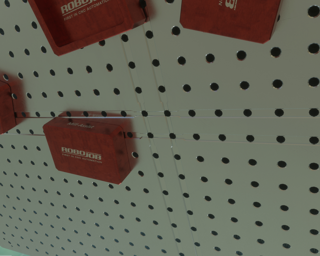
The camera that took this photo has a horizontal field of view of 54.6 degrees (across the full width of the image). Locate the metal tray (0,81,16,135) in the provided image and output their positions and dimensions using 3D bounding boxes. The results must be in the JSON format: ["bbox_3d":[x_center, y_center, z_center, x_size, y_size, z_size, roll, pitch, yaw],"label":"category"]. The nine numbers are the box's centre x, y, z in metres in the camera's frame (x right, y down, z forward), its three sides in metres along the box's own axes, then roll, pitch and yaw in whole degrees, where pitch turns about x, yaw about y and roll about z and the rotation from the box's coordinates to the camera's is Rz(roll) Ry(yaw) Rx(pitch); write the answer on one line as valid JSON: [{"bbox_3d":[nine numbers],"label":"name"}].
[{"bbox_3d":[-0.320,-0.051,0.546,0.130,0.030,0.089,21,126,15],"label":"metal tray"}]

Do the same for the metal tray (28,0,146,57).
[{"bbox_3d":[-0.091,-0.146,0.366,0.130,0.030,0.090,-9,114,32],"label":"metal tray"}]

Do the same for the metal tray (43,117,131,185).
[{"bbox_3d":[-0.116,0.035,0.491,0.130,0.030,0.089,8,122,24],"label":"metal tray"}]

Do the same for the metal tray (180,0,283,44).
[{"bbox_3d":[0.071,-0.150,0.278,0.090,0.030,0.129,17,125,18],"label":"metal tray"}]
